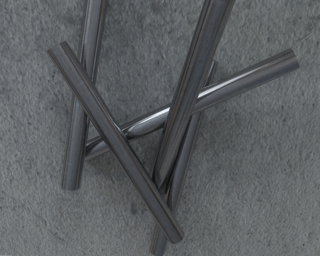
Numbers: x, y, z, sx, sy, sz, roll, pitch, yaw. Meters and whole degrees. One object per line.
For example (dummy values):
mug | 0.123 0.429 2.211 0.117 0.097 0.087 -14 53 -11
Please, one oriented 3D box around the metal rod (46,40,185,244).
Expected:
metal rod | -0.043 0.034 0.384 0.025 0.025 0.299 -25 113 8

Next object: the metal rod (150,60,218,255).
metal rod | 0.028 0.053 0.429 0.025 0.025 0.298 11 110 -5

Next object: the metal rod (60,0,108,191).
metal rod | -0.088 -0.066 0.368 0.025 0.025 0.298 11 104 -4

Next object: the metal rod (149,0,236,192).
metal rod | 0.023 -0.018 0.346 0.025 0.025 0.298 13 131 -5

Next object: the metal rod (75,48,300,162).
metal rod | 0.015 -0.019 0.381 0.300 0.025 0.025 -24 109 16
